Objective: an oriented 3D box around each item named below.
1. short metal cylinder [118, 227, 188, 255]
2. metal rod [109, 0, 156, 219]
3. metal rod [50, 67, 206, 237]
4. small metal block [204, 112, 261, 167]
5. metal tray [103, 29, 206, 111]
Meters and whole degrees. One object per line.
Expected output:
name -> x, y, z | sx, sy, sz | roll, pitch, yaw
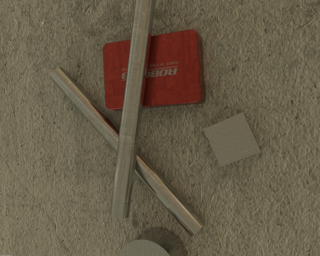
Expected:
short metal cylinder -> -0.009, 0.175, 0.399 | 0.080, 0.050, 0.079 | 0, 90, 20
metal rod -> -0.033, -0.036, 0.388 | 0.025, 0.025, 0.298 | 8, 93, 20
metal rod -> -0.052, 0.024, 0.427 | 0.300, 0.025, 0.025 | 46, 104, 14
small metal block -> 0.089, 0.014, 0.378 | 0.050, 0.025, 0.050 | -25, 82, 18
metal tray -> -0.009, -0.073, 0.410 | 0.130, 0.030, 0.089 | -3, 89, 19
